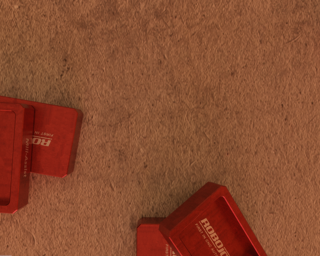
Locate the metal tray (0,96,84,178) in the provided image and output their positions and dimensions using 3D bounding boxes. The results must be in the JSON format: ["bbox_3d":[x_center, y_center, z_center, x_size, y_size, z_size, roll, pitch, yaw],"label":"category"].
[{"bbox_3d":[-0.175,0.009,0.406,0.131,0.030,0.089,10,90,0],"label":"metal tray"}]

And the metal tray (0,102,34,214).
[{"bbox_3d":[-0.207,0.033,0.375,0.091,0.030,0.129,4,90,0],"label":"metal tray"}]

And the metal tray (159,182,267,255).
[{"bbox_3d":[0.069,0.143,0.379,0.090,0.030,0.130,-36,104,-19],"label":"metal tray"}]

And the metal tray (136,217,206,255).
[{"bbox_3d":[0.015,0.186,0.408,0.091,0.030,0.129,1,90,0],"label":"metal tray"}]
